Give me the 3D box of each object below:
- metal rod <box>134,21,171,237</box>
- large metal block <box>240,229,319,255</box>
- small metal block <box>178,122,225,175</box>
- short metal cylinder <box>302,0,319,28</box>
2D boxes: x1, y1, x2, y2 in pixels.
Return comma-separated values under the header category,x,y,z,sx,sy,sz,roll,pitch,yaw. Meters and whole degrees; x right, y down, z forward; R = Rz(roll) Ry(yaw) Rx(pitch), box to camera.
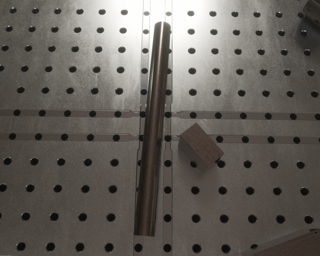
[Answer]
category,x,y,z,sx,sy,sz,roll,pitch,yaw
metal rod,-0.007,-0.013,0.416,0.025,0.025,0.299,4,70,1
large metal block,0.148,0.164,0.340,0.081,0.050,0.080,-18,71,-7
small metal block,0.050,0.027,0.389,0.025,0.050,0.050,-37,75,-12
short metal cylinder,0.258,-0.186,0.454,0.080,0.080,0.050,-39,75,-13
